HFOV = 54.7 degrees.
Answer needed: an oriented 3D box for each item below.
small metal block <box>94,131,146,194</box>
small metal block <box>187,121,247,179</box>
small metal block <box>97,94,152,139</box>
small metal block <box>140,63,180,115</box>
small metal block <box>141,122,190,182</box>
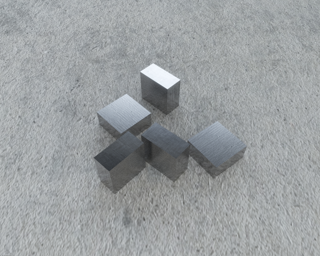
[{"bbox_3d":[-0.044,0.040,0.353,0.025,0.050,0.050,36,59,26],"label":"small metal block"},{"bbox_3d":[0.069,0.026,0.382,0.050,0.025,0.050,-31,57,-23],"label":"small metal block"},{"bbox_3d":[-0.047,-0.012,0.413,0.050,0.025,0.050,-36,59,-26],"label":"small metal block"},{"bbox_3d":[0.000,-0.054,0.432,0.050,0.050,0.025,36,59,26],"label":"small metal block"},{"bbox_3d":[0.006,0.029,0.363,0.050,0.050,0.025,33,58,24],"label":"small metal block"}]
